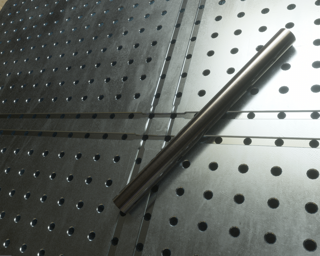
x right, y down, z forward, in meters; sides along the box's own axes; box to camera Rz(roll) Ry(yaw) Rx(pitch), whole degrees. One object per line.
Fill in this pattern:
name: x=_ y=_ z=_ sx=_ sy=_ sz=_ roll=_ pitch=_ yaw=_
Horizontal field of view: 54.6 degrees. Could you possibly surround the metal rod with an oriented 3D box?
metal rod: x=0.057 y=-0.011 z=0.385 sx=0.300 sy=0.025 sz=0.025 roll=-45 pitch=51 yaw=-4
